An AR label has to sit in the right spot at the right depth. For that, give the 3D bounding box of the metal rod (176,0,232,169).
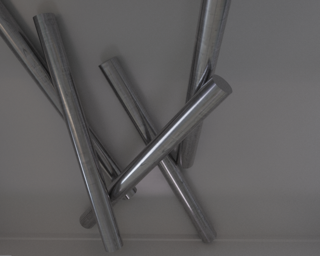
[{"bbox_3d":[0.042,-0.052,0.319,0.025,0.025,0.298,3,139,-1],"label":"metal rod"}]

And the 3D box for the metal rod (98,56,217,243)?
[{"bbox_3d":[0.005,0.042,0.426,0.025,0.025,0.299,-27,108,9],"label":"metal rod"}]

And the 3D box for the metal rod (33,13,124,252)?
[{"bbox_3d":[-0.098,0.012,0.383,0.025,0.025,0.298,-14,98,5],"label":"metal rod"}]

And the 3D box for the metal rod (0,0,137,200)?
[{"bbox_3d":[-0.121,-0.025,0.400,0.025,0.025,0.299,-29,108,10],"label":"metal rod"}]

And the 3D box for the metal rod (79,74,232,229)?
[{"bbox_3d":[-0.024,0.048,0.379,0.025,0.025,0.298,35,125,-12],"label":"metal rod"}]
